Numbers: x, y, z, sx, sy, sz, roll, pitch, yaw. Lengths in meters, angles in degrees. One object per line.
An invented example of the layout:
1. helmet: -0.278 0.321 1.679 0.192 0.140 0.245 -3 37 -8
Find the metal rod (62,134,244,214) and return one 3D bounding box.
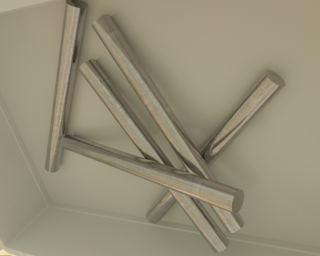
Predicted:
1. metal rod: -0.035 0.048 0.403 0.300 0.025 0.025 13 125 40

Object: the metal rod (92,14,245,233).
1. metal rod: 0.012 -0.002 0.376 0.025 0.025 0.299 -30 95 37

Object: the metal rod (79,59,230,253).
1. metal rod: -0.007 0.037 0.409 0.025 0.025 0.299 -36 91 38

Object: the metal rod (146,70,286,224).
1. metal rod: 0.053 0.046 0.408 0.025 0.025 0.298 36 129 3

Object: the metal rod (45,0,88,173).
1. metal rod: -0.145 -0.039 0.458 0.025 0.025 0.298 30 128 9
